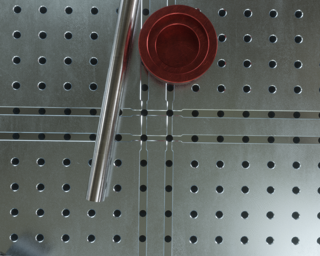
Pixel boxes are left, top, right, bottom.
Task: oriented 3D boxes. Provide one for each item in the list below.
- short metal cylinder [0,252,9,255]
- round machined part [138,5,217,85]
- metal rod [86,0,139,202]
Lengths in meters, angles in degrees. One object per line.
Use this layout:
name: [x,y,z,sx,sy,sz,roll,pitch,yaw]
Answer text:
short metal cylinder: [-0.203,0.204,0.384,0.050,0.080,0.080,31,90,0]
round machined part: [0.022,-0.105,0.405,0.099,0.042,0.097,0,90,0]
metal rod: [-0.061,-0.052,0.412,0.025,0.025,0.298,10,90,0]
